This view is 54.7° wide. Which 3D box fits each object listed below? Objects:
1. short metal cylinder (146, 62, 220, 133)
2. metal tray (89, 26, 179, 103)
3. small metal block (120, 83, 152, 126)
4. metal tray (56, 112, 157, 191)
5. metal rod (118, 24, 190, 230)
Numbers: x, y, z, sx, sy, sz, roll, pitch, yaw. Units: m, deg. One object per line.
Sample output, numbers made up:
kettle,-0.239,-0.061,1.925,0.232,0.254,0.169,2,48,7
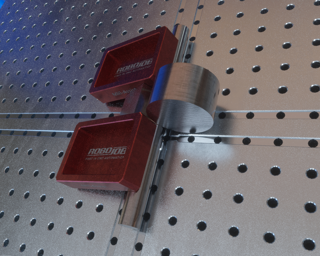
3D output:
short metal cylinder,0.028,-0.034,0.375,0.080,0.080,0.050,0,62,28
metal tray,-0.041,-0.091,0.460,0.130,0.030,0.090,-7,58,39
small metal block,-0.031,-0.026,0.422,0.050,0.025,0.050,-23,45,54
metal tray,-0.072,0.032,0.401,0.130,0.030,0.090,-7,58,39
metal rod,-0.001,-0.019,0.415,0.025,0.025,0.300,0,62,28
